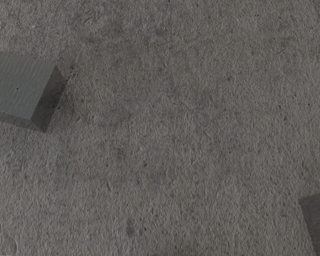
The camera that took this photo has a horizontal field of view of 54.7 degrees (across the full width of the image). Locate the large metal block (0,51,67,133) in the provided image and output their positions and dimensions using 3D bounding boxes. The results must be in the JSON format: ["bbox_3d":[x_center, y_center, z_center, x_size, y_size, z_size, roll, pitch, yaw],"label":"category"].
[{"bbox_3d":[-0.183,-0.047,0.411,0.080,0.050,0.080,15,71,5],"label":"large metal block"}]

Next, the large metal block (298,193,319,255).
[{"bbox_3d":[0.206,0.109,0.340,0.050,0.080,0.080,-9,70,-3],"label":"large metal block"}]
